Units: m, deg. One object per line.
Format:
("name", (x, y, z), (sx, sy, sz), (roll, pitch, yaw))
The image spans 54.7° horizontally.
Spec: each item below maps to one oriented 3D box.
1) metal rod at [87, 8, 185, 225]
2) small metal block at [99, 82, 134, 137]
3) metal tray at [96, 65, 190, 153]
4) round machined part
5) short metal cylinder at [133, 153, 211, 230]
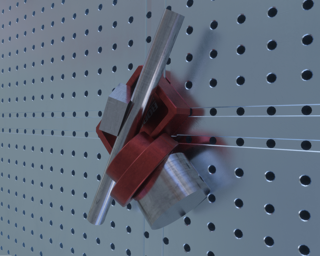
("metal rod", (-0.038, -0.001, 0.399), (0.025, 0.025, 0.298), (35, 111, 34))
("small metal block", (-0.054, -0.025, 0.407), (0.025, 0.050, 0.050), (22, 119, -1))
("metal tray", (-0.029, -0.009, 0.427), (0.129, 0.030, 0.090), (-50, 61, 28))
("round machined part", (-0.025, 0.042, 0.367), (0.042, 0.098, 0.097), (41, 116, 8))
("short metal cylinder", (0.011, 0.074, 0.361), (0.080, 0.081, 0.050), (-51, 61, 28))
